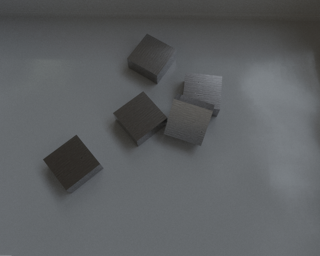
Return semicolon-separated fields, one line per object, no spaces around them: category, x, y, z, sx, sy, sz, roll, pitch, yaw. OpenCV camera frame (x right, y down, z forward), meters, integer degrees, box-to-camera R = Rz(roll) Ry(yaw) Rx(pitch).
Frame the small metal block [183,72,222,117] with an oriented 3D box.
small metal block;0.057;-0.046;0.427;0.050;0.025;0.050;7;70;2

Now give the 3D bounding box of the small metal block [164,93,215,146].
small metal block;0.038;-0.011;0.399;0.050;0.025;0.050;18;114;6

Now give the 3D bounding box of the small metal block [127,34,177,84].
small metal block;-0.011;-0.099;0.446;0.050;0.025;0.050;31;73;10

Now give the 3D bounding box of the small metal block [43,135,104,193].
small metal block;-0.109;0.046;0.392;0.050;0.025;0.050;-39;75;-13

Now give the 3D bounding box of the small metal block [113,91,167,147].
small metal block;-0.026;-0.012;0.414;0.050;0.025;0.050;-38;75;-13
